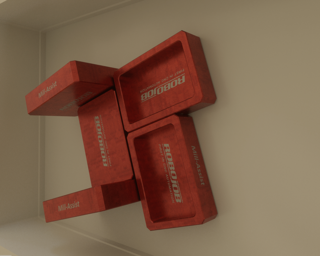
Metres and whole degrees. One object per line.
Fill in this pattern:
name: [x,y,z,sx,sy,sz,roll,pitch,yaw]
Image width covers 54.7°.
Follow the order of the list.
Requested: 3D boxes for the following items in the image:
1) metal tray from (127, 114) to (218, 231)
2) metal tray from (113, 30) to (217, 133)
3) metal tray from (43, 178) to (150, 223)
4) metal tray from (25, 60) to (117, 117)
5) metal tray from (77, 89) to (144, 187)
metal tray: [0.011,0.057,0.390,0.090,0.030,0.129,-22,76,37]
metal tray: [0.000,-0.054,0.399,0.130,0.030,0.090,-22,77,37]
metal tray: [-0.089,0.100,0.431,0.130,0.091,0.030,-22,77,37]
metal tray: [-0.127,-0.053,0.461,0.130,0.091,0.030,-23,76,37]
metal tray: [-0.073,0.018,0.458,0.090,0.030,0.129,-22,76,37]
